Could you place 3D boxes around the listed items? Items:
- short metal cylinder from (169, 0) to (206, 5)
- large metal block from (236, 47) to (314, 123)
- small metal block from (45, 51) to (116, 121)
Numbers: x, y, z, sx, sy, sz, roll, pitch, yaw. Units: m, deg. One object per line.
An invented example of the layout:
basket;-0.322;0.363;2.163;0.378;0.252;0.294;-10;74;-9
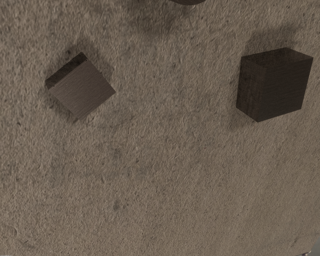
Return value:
short metal cylinder;0.020;-0.165;0.300;0.081;0.050;0.079;-14;125;-21
large metal block;0.160;-0.063;0.442;0.081;0.050;0.079;-16;125;-20
small metal block;-0.085;-0.045;0.334;0.050;0.025;0.050;-40;130;-2
